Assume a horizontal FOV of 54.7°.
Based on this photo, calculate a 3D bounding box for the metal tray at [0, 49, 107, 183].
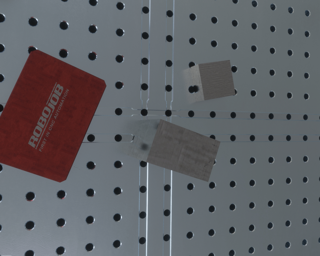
[{"bbox_3d":[-0.130,-0.013,0.362,0.090,0.030,0.130,24,82,-19],"label":"metal tray"}]

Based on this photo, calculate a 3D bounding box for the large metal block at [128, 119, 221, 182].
[{"bbox_3d":[0.015,0.026,0.389,0.080,0.080,0.050,20,83,-19],"label":"large metal block"}]

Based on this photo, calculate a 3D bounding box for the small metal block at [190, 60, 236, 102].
[{"bbox_3d":[0.075,-0.067,0.440,0.050,0.025,0.050,-12,94,-20],"label":"small metal block"}]
